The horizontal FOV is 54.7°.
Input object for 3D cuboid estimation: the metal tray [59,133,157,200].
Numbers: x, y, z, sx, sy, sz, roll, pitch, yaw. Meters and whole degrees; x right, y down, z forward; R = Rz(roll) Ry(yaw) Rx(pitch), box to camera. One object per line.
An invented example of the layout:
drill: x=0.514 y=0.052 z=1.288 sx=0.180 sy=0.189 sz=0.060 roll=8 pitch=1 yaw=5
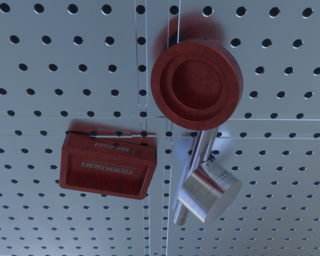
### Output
metal tray: x=-0.077 y=0.060 z=0.457 sx=0.131 sy=0.030 sz=0.089 roll=11 pitch=129 yaw=-10

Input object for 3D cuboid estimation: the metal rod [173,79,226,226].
metal rod: x=0.056 y=0.050 z=0.454 sx=0.025 sy=0.025 sz=0.298 roll=6 pitch=130 yaw=-6

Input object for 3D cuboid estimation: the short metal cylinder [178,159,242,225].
short metal cylinder: x=0.073 y=0.092 z=0.448 sx=0.080 sy=0.050 sz=0.080 roll=-34 pitch=146 yaw=-26

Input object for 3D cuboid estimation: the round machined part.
round machined part: x=0.043 y=-0.049 z=0.342 sx=0.098 sy=0.042 sz=0.097 roll=12 pitch=120 yaw=22
